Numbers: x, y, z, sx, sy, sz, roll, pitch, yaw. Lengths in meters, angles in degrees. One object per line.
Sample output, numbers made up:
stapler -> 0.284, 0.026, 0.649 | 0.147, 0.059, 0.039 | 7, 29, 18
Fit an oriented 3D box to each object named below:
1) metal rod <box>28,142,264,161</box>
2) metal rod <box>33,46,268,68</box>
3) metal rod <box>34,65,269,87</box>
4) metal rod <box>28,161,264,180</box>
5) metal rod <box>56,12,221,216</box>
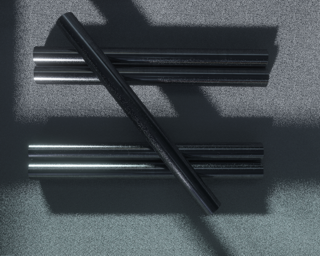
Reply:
metal rod -> -0.017, 0.031, 0.409 | 0.302, 0.025, 0.025 | 0, 90, 0
metal rod -> -0.012, -0.093, 0.409 | 0.302, 0.025, 0.025 | 1, 90, 0
metal rod -> -0.011, -0.069, 0.409 | 0.302, 0.025, 0.025 | 1, 90, 0
metal rod -> -0.018, 0.056, 0.409 | 0.302, 0.025, 0.025 | 0, 90, 0
metal rod -> -0.026, -0.017, 0.385 | 0.025, 0.025, 0.300 | -38, 90, 0
